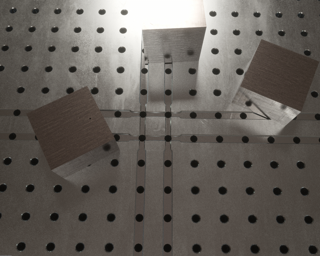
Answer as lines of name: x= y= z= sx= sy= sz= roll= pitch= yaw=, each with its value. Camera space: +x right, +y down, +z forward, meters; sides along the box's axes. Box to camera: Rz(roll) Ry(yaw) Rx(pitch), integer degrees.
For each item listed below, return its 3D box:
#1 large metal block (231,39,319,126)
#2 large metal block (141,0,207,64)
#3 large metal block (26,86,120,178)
large metal block: x=0.155 y=-0.062 z=0.423 sx=0.080 sy=0.050 sz=0.080 roll=25 pitch=72 yaw=8
large metal block: x=0.017 y=-0.134 z=0.432 sx=0.081 sy=0.080 sz=0.050 roll=-3 pitch=70 yaw=-2
large metal block: x=-0.108 y=0.006 z=0.395 sx=0.080 sy=0.050 sz=0.080 roll=-27 pitch=73 yaw=-10
